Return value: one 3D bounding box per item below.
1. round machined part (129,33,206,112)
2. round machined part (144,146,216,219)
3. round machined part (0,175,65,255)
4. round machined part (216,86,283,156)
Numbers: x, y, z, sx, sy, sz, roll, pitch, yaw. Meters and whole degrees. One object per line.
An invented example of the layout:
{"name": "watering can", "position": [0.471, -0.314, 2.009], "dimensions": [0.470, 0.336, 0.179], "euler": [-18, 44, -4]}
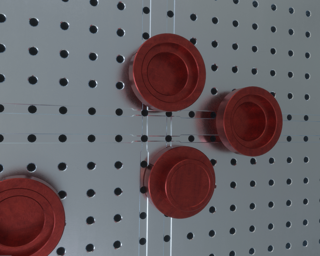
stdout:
{"name": "round machined part", "position": [0.007, -0.070, 0.406], "dimensions": [0.099, 0.042, 0.097], "euler": [0, 90, -20]}
{"name": "round machined part", "position": [0.032, 0.073, 0.415], "dimensions": [0.099, 0.042, 0.097], "euler": [0, 90, -20]}
{"name": "round machined part", "position": [-0.158, 0.101, 0.345], "dimensions": [0.099, 0.042, 0.097], "euler": [0, 90, -20]}
{"name": "round machined part", "position": [0.124, -0.009, 0.449], "dimensions": [0.099, 0.042, 0.097], "euler": [0, 90, -20]}
